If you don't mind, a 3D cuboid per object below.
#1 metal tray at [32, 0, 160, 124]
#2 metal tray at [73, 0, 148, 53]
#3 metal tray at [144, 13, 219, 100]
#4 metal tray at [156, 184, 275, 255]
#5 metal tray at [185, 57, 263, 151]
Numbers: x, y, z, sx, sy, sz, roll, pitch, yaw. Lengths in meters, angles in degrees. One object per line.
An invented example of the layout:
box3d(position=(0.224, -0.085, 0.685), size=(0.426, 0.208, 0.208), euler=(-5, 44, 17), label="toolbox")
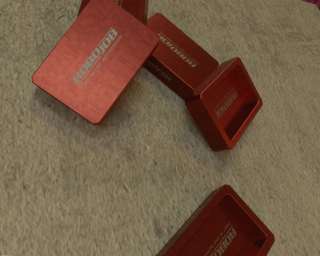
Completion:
box3d(position=(-0.073, -0.080, 0.368), size=(0.090, 0.030, 0.130), euler=(36, 85, -5), label="metal tray")
box3d(position=(-0.065, -0.162, 0.440), size=(0.091, 0.030, 0.130), euler=(0, 57, 4), label="metal tray")
box3d(position=(0.020, -0.112, 0.481), size=(0.130, 0.030, 0.090), euler=(40, 51, -2), label="metal tray")
box3d(position=(0.066, 0.138, 0.353), size=(0.090, 0.030, 0.131), euler=(49, 51, 6), label="metal tray")
box3d(position=(0.099, -0.038, 0.459), size=(0.131, 0.030, 0.090), euler=(-45, 110, -39), label="metal tray")
